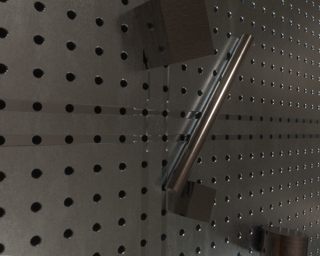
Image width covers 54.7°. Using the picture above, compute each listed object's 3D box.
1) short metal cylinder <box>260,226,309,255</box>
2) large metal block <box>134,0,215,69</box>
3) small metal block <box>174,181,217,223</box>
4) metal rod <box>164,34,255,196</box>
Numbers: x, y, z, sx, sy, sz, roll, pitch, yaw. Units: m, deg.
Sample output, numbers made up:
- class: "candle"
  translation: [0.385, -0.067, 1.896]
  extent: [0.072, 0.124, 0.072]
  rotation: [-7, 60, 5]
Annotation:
- class: "short metal cylinder"
  translation: [0.227, 0.215, 0.568]
  extent: [0.081, 0.080, 0.050]
  rotation: [12, 83, -40]
- class: "large metal block"
  translation: [0.021, -0.128, 0.412]
  extent: [0.081, 0.050, 0.079]
  rotation: [-22, 104, -38]
- class: "small metal block"
  translation: [0.053, 0.108, 0.456]
  extent: [0.050, 0.025, 0.050]
  rotation: [26, 74, -37]
- class: "metal rod"
  translation: [0.085, -0.033, 0.482]
  extent: [0.025, 0.025, 0.300]
  rotation: [44, 63, -32]
